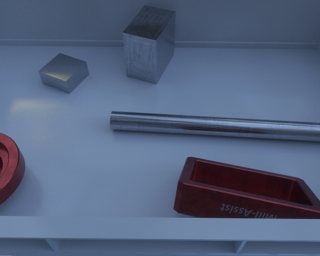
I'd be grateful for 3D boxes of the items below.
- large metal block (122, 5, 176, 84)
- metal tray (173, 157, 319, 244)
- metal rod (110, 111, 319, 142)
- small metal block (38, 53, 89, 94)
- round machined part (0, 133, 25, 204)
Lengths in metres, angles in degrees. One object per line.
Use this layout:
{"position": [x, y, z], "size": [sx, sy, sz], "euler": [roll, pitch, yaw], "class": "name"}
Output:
{"position": [-0.014, -0.128, 0.477], "size": [0.050, 0.080, 0.080], "euler": [16, 52, 13], "class": "large metal block"}
{"position": [0.085, 0.067, 0.314], "size": [0.131, 0.030, 0.090], "euler": [11, 12, 8], "class": "metal tray"}
{"position": [0.087, -0.002, 0.407], "size": [0.302, 0.025, 0.025], "euler": [3, 50, 2], "class": "metal rod"}
{"position": [-0.146, -0.084, 0.474], "size": [0.050, 0.025, 0.050], "euler": [21, 53, 16], "class": "small metal block"}
{"position": [-0.202, 0.054, 0.346], "size": [0.099, 0.042, 0.098], "euler": [0, 50, 0], "class": "round machined part"}
